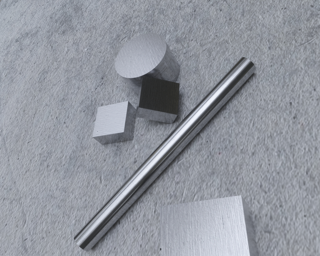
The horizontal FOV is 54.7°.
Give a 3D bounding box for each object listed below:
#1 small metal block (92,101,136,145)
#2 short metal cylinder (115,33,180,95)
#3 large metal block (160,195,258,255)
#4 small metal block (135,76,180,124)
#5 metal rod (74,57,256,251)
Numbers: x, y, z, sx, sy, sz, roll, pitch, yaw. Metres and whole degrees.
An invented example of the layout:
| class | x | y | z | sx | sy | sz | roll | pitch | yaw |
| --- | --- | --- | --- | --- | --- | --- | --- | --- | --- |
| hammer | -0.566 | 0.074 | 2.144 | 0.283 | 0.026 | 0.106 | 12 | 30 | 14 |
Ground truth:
| class | x | y | z | sx | sy | sz | roll | pitch | yaw |
| --- | --- | --- | --- | --- | --- | --- | --- | --- | --- |
| small metal block | -0.064 | -0.007 | 0.440 | 0.050 | 0.025 | 0.050 | -9 | 58 | 23 |
| short metal cylinder | -0.017 | -0.090 | 0.451 | 0.080 | 0.050 | 0.080 | -13 | 56 | 21 |
| large metal block | 0.047 | 0.115 | 0.292 | 0.080 | 0.050 | 0.080 | -13 | 56 | 20 |
| small metal block | -0.003 | -0.037 | 0.411 | 0.050 | 0.025 | 0.050 | 11 | 61 | -10 |
| metal rod | 0.010 | 0.028 | 0.380 | 0.300 | 0.025 | 0.025 | -47 | 52 | -5 |
